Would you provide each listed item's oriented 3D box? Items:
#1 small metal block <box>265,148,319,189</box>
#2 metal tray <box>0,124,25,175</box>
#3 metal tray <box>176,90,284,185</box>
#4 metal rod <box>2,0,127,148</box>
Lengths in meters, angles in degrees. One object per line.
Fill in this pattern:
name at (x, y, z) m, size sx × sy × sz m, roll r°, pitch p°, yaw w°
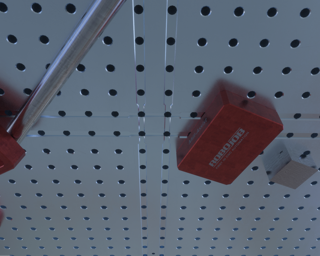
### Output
small metal block at (0.198, 0.062, 0.468) m, size 0.050 × 0.025 × 0.050 m, roll 20°, pitch 127°, yaw -17°
metal tray at (-0.249, 0.009, 0.391) m, size 0.090 × 0.030 × 0.130 m, roll -24°, pitch 115°, yaw 23°
metal tray at (0.091, 0.019, 0.426) m, size 0.091 × 0.030 × 0.129 m, roll 20°, pitch 127°, yaw -17°
metal rod at (-0.111, -0.068, 0.351) m, size 0.025 × 0.025 × 0.299 m, roll 32°, pitch 123°, yaw -25°
